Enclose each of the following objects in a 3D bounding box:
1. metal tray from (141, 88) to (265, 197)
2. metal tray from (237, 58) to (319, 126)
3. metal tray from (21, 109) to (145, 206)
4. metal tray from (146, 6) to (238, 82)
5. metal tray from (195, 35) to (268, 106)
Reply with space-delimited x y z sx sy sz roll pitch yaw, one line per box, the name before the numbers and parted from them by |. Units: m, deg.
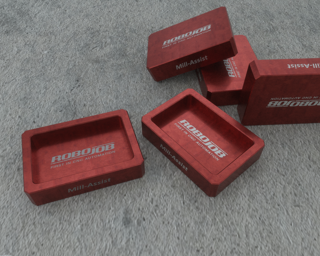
metal tray | 0.050 0.012 0.389 0.091 0.030 0.130 -34 58 -25
metal tray | 0.174 -0.045 0.399 0.131 0.090 0.030 -2 50 -2
metal tray | -0.092 0.031 0.372 0.131 0.030 0.090 -14 51 -12
metal tray | 0.046 -0.129 0.475 0.130 0.030 0.090 -16 47 18
metal tray | 0.103 -0.092 0.478 0.091 0.030 0.130 -5 50 -4
